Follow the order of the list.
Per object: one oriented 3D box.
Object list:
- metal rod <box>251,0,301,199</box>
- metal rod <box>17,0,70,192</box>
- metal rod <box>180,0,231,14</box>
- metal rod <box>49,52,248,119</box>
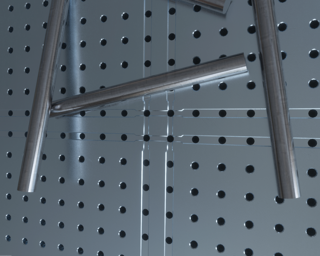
[{"bbox_3d":[0.132,-0.069,0.365,0.025,0.025,0.299,-8,87,20],"label":"metal rod"},{"bbox_3d":[-0.166,-0.060,0.449,0.025,0.025,0.299,5,83,20],"label":"metal rod"},{"bbox_3d":[-0.046,-0.215,0.429,0.300,0.025,0.025,25,98,18],"label":"metal rod"},{"bbox_3d":[-0.035,-0.053,0.425,0.300,0.025,0.025,-11,86,19],"label":"metal rod"}]
